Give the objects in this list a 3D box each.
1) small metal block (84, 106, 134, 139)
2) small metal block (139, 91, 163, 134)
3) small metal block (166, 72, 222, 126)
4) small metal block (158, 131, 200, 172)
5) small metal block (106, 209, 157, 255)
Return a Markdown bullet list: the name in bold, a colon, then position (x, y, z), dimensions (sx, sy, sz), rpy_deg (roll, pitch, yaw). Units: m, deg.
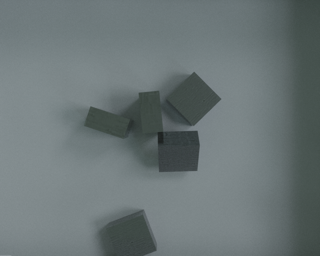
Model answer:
- **small metal block**: position (-0.064, -0.007, 0.398), dimensions (0.050, 0.050, 0.025), rpy_deg (18, 90, 0)
- **small metal block**: position (-0.011, -0.019, 0.399), dimensions (0.025, 0.050, 0.050), rpy_deg (-6, 90, 0)
- **small metal block**: position (0.044, -0.038, 0.412), dimensions (0.050, 0.025, 0.050), rpy_deg (-45, 90, 0)
- **small metal block**: position (0.023, 0.031, 0.398), dimensions (0.050, 0.025, 0.050), rpy_deg (-2, 134, 0)
- **small metal block**: position (-0.037, 0.144, 0.411), dimensions (0.050, 0.025, 0.050), rpy_deg (-21, 90, 0)
